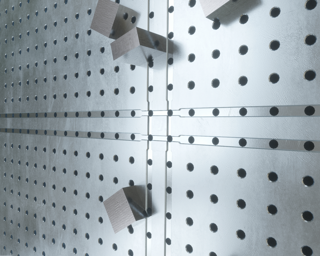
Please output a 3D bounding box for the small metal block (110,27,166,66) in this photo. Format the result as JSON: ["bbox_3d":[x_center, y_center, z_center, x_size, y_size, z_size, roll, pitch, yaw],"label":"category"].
[{"bbox_3d":[-0.030,-0.108,0.419,0.050,0.050,0.025,-19,78,38],"label":"small metal block"}]

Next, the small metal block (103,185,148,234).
[{"bbox_3d":[-0.051,0.119,0.453,0.050,0.025,0.050,-40,66,33],"label":"small metal block"}]

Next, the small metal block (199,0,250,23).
[{"bbox_3d":[0.071,-0.158,0.352,0.050,0.025,0.050,-27,73,37],"label":"small metal block"}]

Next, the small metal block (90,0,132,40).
[{"bbox_3d":[-0.076,-0.167,0.473,0.050,0.025,0.050,35,112,34],"label":"small metal block"}]
